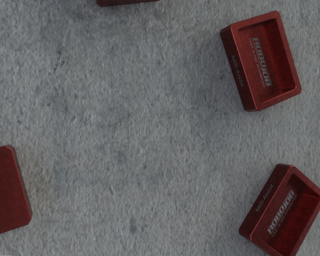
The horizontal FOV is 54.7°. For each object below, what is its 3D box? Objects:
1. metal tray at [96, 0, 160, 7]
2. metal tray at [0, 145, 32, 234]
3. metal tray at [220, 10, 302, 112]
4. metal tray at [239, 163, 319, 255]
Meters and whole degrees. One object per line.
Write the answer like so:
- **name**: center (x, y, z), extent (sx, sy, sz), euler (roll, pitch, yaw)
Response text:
- **metal tray**: center (-0.047, -0.226, 0.389), extent (0.091, 0.030, 0.129), euler (-15, 95, -20)
- **metal tray**: center (-0.215, 0.077, 0.327), extent (0.131, 0.030, 0.089), euler (-15, 95, -20)
- **metal tray**: center (0.152, -0.099, 0.464), extent (0.091, 0.030, 0.129), euler (-22, 98, -19)
- **metal tray**: center (0.191, 0.132, 0.479), extent (0.090, 0.030, 0.130), euler (39, 77, -16)
